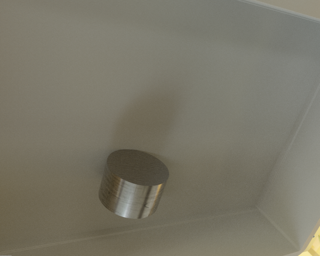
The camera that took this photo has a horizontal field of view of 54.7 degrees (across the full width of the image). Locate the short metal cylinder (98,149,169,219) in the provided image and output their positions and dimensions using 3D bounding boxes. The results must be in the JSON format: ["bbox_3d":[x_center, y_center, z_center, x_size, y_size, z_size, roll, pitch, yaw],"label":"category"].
[{"bbox_3d":[-0.034,0.070,0.399,0.081,0.080,0.050,4,117,-31],"label":"short metal cylinder"}]
